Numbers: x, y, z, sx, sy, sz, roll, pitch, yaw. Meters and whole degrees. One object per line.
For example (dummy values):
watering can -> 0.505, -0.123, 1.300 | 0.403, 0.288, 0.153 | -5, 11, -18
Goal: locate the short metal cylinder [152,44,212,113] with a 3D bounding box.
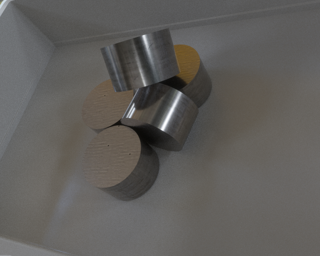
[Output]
short metal cylinder -> 0.023, -0.064, 0.414 | 0.080, 0.050, 0.080 | -13, 56, 20

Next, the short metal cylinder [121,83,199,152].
short metal cylinder -> 0.000, -0.012, 0.376 | 0.080, 0.080, 0.050 | 14, 69, 33

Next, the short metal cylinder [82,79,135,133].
short metal cylinder -> -0.060, -0.022, 0.430 | 0.080, 0.050, 0.080 | -13, 56, 20

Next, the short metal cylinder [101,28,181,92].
short metal cylinder -> -0.022, -0.078, 0.355 | 0.080, 0.050, 0.080 | -15, 16, 5

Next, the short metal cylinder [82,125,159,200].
short metal cylinder -> -0.048, 0.044, 0.384 | 0.080, 0.050, 0.080 | -13, 56, 20
